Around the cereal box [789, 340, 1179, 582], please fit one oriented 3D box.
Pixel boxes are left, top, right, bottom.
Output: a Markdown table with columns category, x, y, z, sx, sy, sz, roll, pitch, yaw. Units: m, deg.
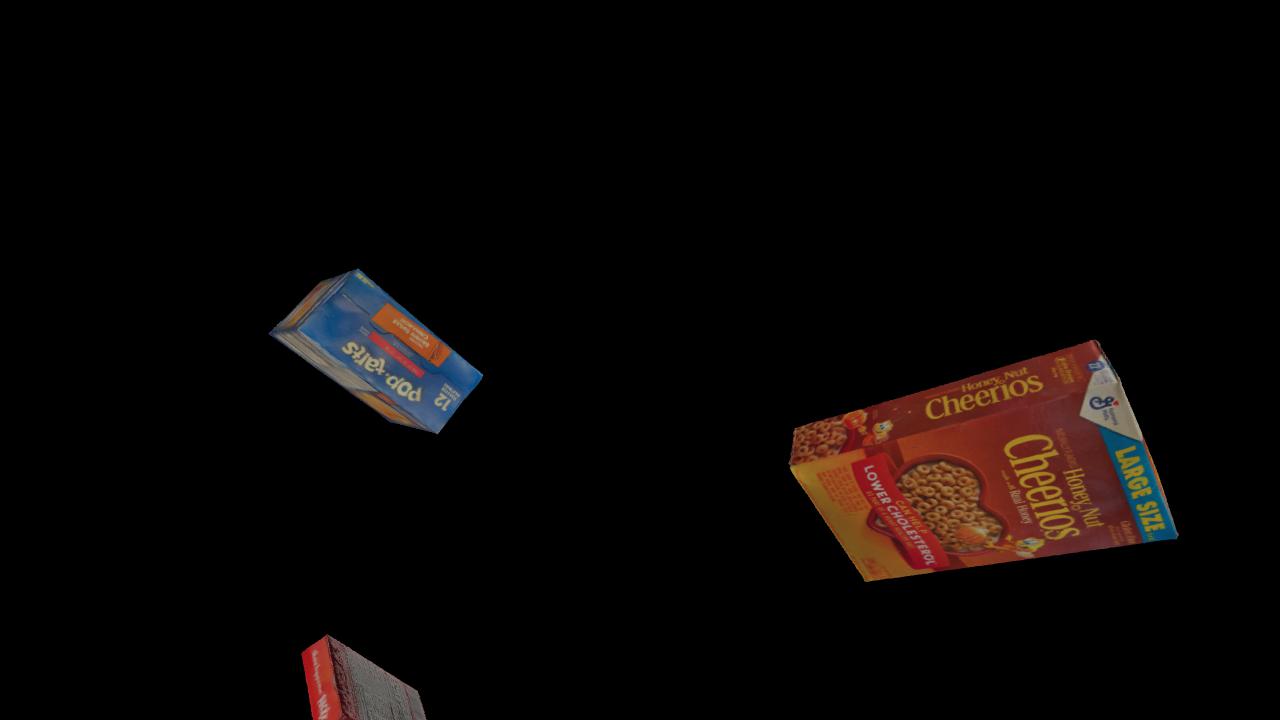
| category | x | y | z | sx | sy | sz | roll | pitch | yaw |
| --- | --- | --- | --- | --- | --- | --- | --- | --- | --- |
| cereal box | 0.341 | 0.122 | 0.642 | 0.306 | 0.203 | 0.081 | -22 | 26 | 32 |

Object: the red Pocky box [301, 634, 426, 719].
| category | x | y | z | sx | sy | sz | roll | pitch | yaw |
| --- | --- | --- | --- | --- | --- | --- | --- | --- | --- |
| red Pocky box | -0.235 | 0.309 | 0.542 | 0.028 | 0.155 | 0.083 | -33 | 43 | -12 |

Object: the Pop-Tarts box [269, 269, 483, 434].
| category | x | y | z | sx | sy | sz | roll | pitch | yaw |
| --- | --- | --- | --- | --- | --- | --- | --- | --- | --- |
| Pop-Tarts box | -0.278 | -0.006 | 0.651 | 0.141 | 0.083 | 0.167 | 1 | -38 | 50 |
